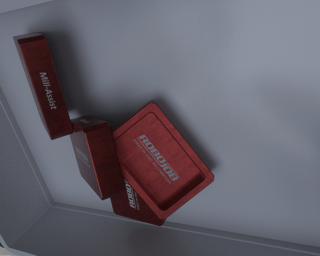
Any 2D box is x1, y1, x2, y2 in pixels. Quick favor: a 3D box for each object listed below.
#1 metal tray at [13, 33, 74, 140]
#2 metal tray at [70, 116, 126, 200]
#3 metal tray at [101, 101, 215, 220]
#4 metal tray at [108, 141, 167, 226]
[{"bbox_3d":[-0.157,-0.059,0.416,0.090,0.030,0.129,32,137,57],"label":"metal tray"},{"bbox_3d":[-0.091,0.034,0.418,0.130,0.030,0.089,12,117,64],"label":"metal tray"},{"bbox_3d":[-0.004,0.041,0.401,0.090,0.030,0.130,-39,98,1],"label":"metal tray"},{"bbox_3d":[-0.037,0.086,0.478,0.090,0.030,0.129,7,122,24],"label":"metal tray"}]
